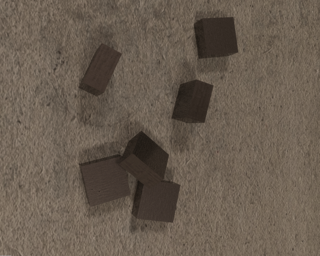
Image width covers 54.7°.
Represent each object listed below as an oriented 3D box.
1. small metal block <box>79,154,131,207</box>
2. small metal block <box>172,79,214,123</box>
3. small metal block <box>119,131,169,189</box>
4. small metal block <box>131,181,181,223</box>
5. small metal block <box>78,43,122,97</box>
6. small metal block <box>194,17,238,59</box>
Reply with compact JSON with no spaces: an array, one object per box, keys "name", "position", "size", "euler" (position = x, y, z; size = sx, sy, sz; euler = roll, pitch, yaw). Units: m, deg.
[{"name":"small metal block","position":[-0.069,0.064,0.385],"size":[0.050,0.025,0.050],"euler":[-13,95,-20]},{"name":"small metal block","position":[0.042,-0.034,0.413],"size":[0.025,0.050,0.050],"euler":[16,85,-20]},{"name":"small metal block","position":[-0.018,0.039,0.388],"size":[0.050,0.050,0.025],"euler":[42,119,-15]},{"name":"small metal block","position":[-0.005,0.094,0.408],"size":[0.050,0.025,0.050],"euler":[13,86,-20]},{"name":"small metal block","position":[-0.073,-0.068,0.369],"size":[0.025,0.050,0.050],"euler":[26,81,-19]},{"name":"small metal block","position":[0.080,-0.128,0.440],"size":[0.050,0.025,0.050],"euler":[-10,94,-20]}]
